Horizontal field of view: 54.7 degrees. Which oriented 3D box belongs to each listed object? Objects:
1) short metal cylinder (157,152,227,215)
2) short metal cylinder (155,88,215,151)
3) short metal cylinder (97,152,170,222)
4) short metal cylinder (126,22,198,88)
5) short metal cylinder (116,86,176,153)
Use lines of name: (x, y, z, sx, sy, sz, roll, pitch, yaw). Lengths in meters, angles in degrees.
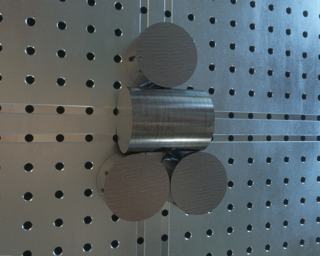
short metal cylinder: (0.042, 0.070, 0.415, 0.081, 0.050, 0.079, 0, 90, -21)
short metal cylinder: (0.027, -0.010, 0.395, 0.050, 0.080, 0.079, 0, 90, -20)
short metal cylinder: (-0.034, 0.070, 0.387, 0.081, 0.050, 0.079, 0, 90, -21)
short metal cylinder: (0.001, -0.089, 0.400, 0.081, 0.050, 0.079, 0, 90, -21)
short metal cylinder: (-0.020, -0.010, 0.377, 0.050, 0.080, 0.079, 0, 90, -20)
